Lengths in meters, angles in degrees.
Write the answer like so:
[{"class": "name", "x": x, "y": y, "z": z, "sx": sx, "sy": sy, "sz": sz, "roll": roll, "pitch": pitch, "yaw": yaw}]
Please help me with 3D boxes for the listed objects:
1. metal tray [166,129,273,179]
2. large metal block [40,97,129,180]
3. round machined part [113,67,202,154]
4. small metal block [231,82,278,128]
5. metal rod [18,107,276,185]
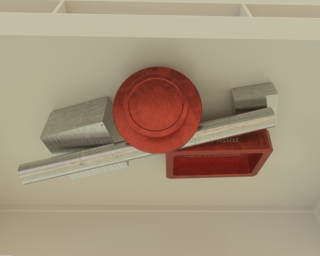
[{"class": "metal tray", "x": 0.073, "y": 0.037, "z": 0.418, "sx": 0.131, "sy": 0.030, "sz": 0.090, "roll": -2, "pitch": 150, "yaw": 0}, {"class": "large metal block", "x": -0.091, "y": 0.015, "z": 0.401, "sx": 0.080, "sy": 0.050, "sz": 0.080, "roll": -14, "pitch": 129, "yaw": 11}, {"class": "round machined part", "x": -0.003, "y": -0.021, "z": 0.339, "sx": 0.099, "sy": 0.097, "sz": 0.042, "roll": -4, "pitch": 171, "yaw": 2}, {"class": "small metal block", "x": 0.118, "y": -0.025, "z": 0.387, "sx": 0.050, "sy": 0.025, "sz": 0.050, "roll": -9, "pitch": 130, "yaw": 7}, {"class": "metal rod", "x": -0.015, "y": 0.021, "z": 0.366, "sx": 0.302, "sy": 0.025, "sz": 0.025, "roll": -13, "pitch": 130, "yaw": 1}]
